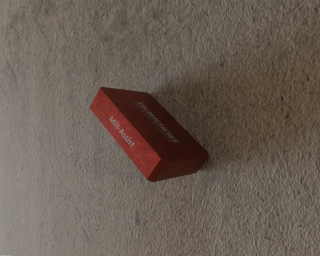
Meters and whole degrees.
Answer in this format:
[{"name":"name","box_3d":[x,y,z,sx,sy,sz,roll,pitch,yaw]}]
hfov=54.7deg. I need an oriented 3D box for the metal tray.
[{"name":"metal tray","box_3d":[-0.013,0.003,0.373,0.130,0.091,0.030,47,118,29]}]
